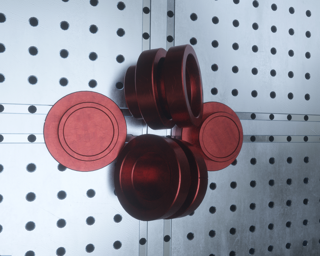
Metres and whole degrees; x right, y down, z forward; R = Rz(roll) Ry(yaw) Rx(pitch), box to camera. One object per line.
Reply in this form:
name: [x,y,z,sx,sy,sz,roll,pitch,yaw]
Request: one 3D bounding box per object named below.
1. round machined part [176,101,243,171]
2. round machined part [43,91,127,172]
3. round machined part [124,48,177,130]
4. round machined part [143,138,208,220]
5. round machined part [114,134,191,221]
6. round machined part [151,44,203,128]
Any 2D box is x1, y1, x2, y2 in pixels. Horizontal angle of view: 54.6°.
round machined part: [0.075,0.012,0.431,0.099,0.042,0.097,0,90,-20]
round machined part: [-0.087,0.004,0.371,0.099,0.042,0.097,0,90,-20]
round machined part: [-0.011,-0.046,0.382,0.042,0.098,0.097,-5,92,20]
round machined part: [0.018,0.063,0.390,0.042,0.098,0.098,14,85,-51]
round machined part: [-0.005,0.058,0.367,0.042,0.098,0.098,13,85,-52]
round machined part: [0.021,-0.048,0.374,0.042,0.098,0.097,-5,92,20]
